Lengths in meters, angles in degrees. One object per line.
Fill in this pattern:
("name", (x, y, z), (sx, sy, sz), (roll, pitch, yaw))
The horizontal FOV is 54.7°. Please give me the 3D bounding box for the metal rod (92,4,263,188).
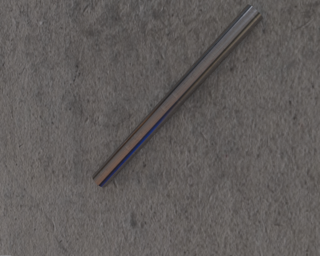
("metal rod", (0.014, -0.032, 0.403), (0.025, 0.025, 0.299), (46, 104, 14))
